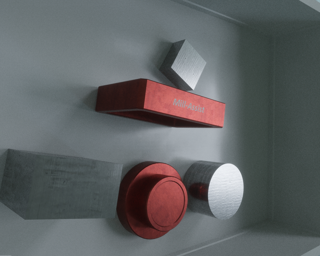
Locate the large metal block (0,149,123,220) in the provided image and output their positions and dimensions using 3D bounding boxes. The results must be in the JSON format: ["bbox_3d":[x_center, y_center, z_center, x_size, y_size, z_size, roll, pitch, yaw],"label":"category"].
[{"bbox_3d":[-0.094,0.052,0.293,0.081,0.080,0.050,13,82,-40],"label":"large metal block"}]

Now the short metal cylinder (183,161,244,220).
[{"bbox_3d":[0.079,0.090,0.459,0.081,0.050,0.079,0,90,-40],"label":"short metal cylinder"}]

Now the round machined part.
[{"bbox_3d":[-0.003,0.093,0.395,0.099,0.042,0.097,0,90,-40],"label":"round machined part"}]

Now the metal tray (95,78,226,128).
[{"bbox_3d":[0.003,-0.024,0.368,0.131,0.090,0.030,11,83,-40],"label":"metal tray"}]

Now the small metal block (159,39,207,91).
[{"bbox_3d":[0.033,-0.087,0.436,0.050,0.025,0.050,40,66,-33],"label":"small metal block"}]
